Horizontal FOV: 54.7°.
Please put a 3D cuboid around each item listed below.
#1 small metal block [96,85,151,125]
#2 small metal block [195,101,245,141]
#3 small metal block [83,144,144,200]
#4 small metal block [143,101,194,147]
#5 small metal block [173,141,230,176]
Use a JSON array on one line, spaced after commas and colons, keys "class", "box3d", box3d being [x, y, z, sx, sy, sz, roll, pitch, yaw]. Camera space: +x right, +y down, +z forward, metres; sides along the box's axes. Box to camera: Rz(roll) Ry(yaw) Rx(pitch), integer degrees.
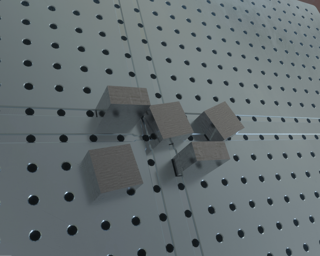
[{"class": "small metal block", "box3d": [-0.047, -0.027, 0.385, 0.050, 0.050, 0.025, 0, 62, -29]}, {"class": "small metal block", "box3d": [0.090, -0.007, 0.463, 0.050, 0.025, 0.050, -25, 76, -37]}, {"class": "small metal block", "box3d": [-0.053, 0.049, 0.351, 0.050, 0.025, 0.050, -8, 66, -32]}, {"class": "small metal block", "box3d": [0.010, -0.006, 0.419, 0.050, 0.025, 0.050, -11, 67, -33]}, {"class": "small metal block", "box3d": [0.052, 0.039, 0.398, 0.050, 0.050, 0.025, 1, 62, -28]}]
